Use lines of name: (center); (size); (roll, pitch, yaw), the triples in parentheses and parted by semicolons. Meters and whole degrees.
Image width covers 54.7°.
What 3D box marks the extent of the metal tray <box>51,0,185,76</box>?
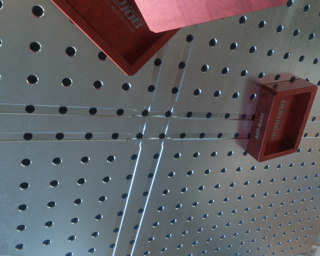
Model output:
metal tray: (-0.043, -0.126, 0.307); (0.090, 0.030, 0.130); (-45, 130, 3)

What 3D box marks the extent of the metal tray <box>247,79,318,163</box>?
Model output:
metal tray: (0.200, -0.011, 0.513); (0.091, 0.030, 0.129); (-11, 123, -23)

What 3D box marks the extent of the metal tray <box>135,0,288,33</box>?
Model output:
metal tray: (0.036, -0.136, 0.261); (0.130, 0.030, 0.090); (-5, 144, 24)
